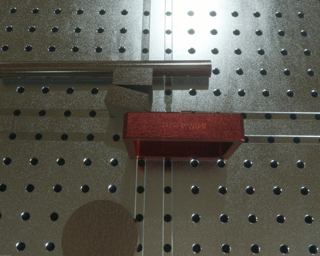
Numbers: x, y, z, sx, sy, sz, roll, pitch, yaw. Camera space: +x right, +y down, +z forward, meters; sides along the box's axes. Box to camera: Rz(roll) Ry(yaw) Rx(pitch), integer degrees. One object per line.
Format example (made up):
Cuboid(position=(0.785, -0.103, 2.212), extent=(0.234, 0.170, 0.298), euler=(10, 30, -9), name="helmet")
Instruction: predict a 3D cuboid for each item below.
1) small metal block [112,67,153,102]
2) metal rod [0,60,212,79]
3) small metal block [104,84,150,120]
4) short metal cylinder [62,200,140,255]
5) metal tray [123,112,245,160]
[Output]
Cuboid(position=(-0.035, -0.058, 0.419), extent=(0.050, 0.050, 0.025), euler=(1, 70, 0), name="small metal block")
Cuboid(position=(-0.079, -0.083, 0.441), extent=(0.302, 0.025, 0.025), euler=(-1, 70, -1), name="metal rod")
Cuboid(position=(-0.042, -0.030, 0.409), extent=(0.050, 0.050, 0.025), euler=(16, 71, 5), name="small metal block")
Cuboid(position=(-0.064, 0.125, 0.352), extent=(0.081, 0.050, 0.080), euler=(0, 70, 0), name="short metal cylinder")
Cuboid(position=(0.026, 0.012, 0.373), extent=(0.131, 0.090, 0.030), euler=(1, 70, 0), name="metal tray")
